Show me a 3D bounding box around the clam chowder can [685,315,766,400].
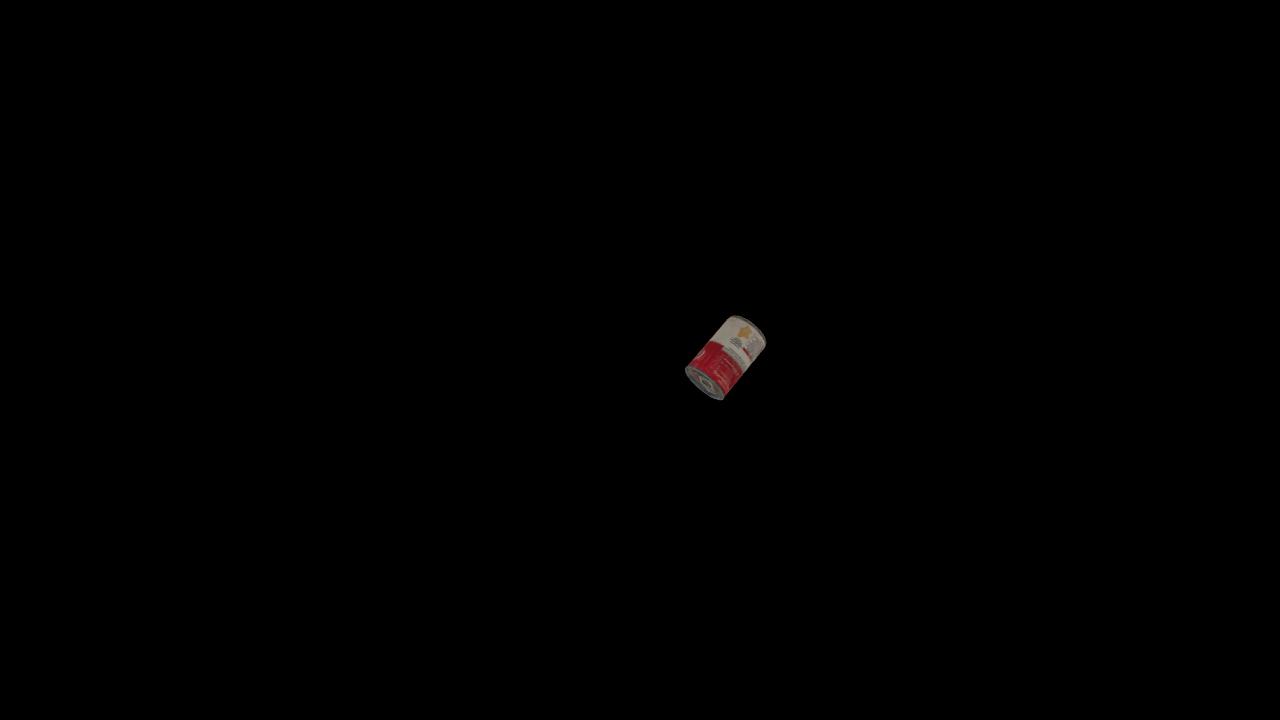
[{"bbox_3d":[0.119,-0.004,0.851,0.068,0.102,0.068,39,-14,12],"label":"clam chowder can"}]
